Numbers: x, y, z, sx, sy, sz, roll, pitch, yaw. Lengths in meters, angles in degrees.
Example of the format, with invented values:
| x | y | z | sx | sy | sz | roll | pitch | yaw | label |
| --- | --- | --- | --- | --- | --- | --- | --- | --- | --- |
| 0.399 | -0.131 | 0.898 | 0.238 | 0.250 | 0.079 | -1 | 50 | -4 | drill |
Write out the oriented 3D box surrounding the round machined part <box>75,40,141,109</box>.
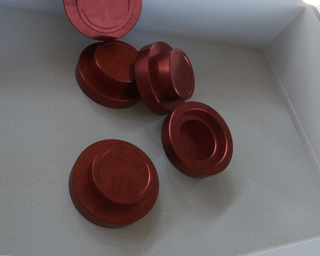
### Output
| x | y | z | sx | sy | sz | roll | pitch | yaw | label |
| --- | --- | --- | --- | --- | --- | --- | --- | --- | --- |
| -0.058 | -0.078 | 0.412 | 0.099 | 0.042 | 0.098 | 14 | 56 | -21 | round machined part |

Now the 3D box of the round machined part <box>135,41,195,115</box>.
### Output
| x | y | z | sx | sy | sz | roll | pitch | yaw | label |
| --- | --- | --- | --- | --- | --- | --- | --- | --- | --- |
| 0.013 | -0.068 | 0.415 | 0.098 | 0.042 | 0.098 | 20 | 66 | -55 | round machined part |

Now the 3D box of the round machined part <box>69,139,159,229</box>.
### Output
| x | y | z | sx | sy | sz | roll | pitch | yaw | label |
| --- | --- | --- | --- | --- | --- | --- | --- | --- | --- |
| -0.045 | 0.055 | 0.338 | 0.099 | 0.042 | 0.098 | 14 | 56 | -21 | round machined part |

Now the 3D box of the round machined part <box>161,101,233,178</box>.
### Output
| x | y | z | sx | sy | sz | roll | pitch | yaw | label |
| --- | --- | --- | --- | --- | --- | --- | --- | --- | --- |
| 0.044 | 0.018 | 0.403 | 0.099 | 0.042 | 0.098 | 13 | 63 | -27 | round machined part |

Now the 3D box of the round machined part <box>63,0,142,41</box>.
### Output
| x | y | z | sx | sy | sz | roll | pitch | yaw | label |
| --- | --- | --- | --- | --- | --- | --- | --- | --- | --- |
| -0.070 | -0.158 | 0.389 | 0.099 | 0.097 | 0.042 | 11 | 25 | -23 | round machined part |
